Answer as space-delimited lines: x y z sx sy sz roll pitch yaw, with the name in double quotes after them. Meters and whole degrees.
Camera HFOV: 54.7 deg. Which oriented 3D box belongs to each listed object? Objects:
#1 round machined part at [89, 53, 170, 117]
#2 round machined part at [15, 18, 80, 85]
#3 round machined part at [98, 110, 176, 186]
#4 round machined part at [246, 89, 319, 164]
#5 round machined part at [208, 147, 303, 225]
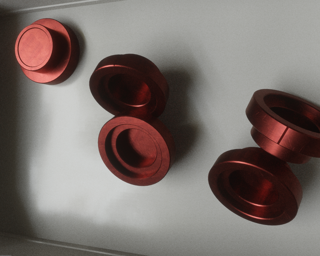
-0.035 -0.055 0.394 0.098 0.098 0.042 3 51 19 "round machined part"
-0.174 -0.115 0.461 0.098 0.042 0.097 0 90 19 "round machined part"
-0.026 0.022 0.398 0.098 0.042 0.097 9 116 19 "round machined part"
0.137 0.001 0.328 0.098 0.099 0.042 29 122 17 "round machined part"
0.107 0.060 0.346 0.098 0.042 0.097 24 140 22 "round machined part"
